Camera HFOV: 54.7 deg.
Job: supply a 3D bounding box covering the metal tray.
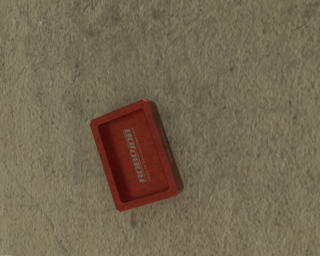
[{"bbox_3d":[-0.032,0.037,0.416,0.090,0.030,0.129,-21,83,18],"label":"metal tray"}]
